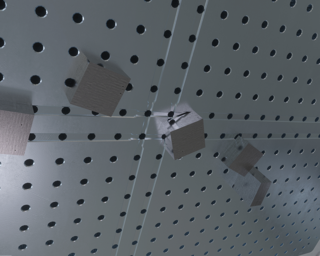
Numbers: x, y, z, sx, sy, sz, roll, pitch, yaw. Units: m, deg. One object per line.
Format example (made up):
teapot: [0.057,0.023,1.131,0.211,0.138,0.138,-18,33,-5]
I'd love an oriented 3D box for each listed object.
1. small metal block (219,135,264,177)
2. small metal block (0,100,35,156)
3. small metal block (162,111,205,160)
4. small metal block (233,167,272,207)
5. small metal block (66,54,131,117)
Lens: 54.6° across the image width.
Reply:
small metal block: [0.135,0.047,0.513,0.050,0.025,0.050,31,101,-38]
small metal block: [-0.163,-0.001,0.321,0.050,0.025,0.050,9,114,-32]
small metal block: [0.034,0.010,0.436,0.050,0.025,0.050,-21,127,-16]
small metal block: [0.160,0.101,0.544,0.025,0.050,0.050,1,118,-29]
small metal block: [-0.069,-0.046,0.345,0.050,0.025,0.050,19,109,-35]
